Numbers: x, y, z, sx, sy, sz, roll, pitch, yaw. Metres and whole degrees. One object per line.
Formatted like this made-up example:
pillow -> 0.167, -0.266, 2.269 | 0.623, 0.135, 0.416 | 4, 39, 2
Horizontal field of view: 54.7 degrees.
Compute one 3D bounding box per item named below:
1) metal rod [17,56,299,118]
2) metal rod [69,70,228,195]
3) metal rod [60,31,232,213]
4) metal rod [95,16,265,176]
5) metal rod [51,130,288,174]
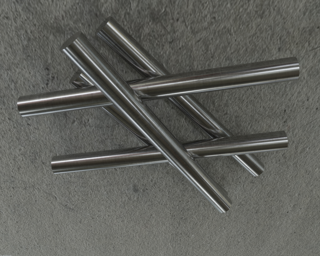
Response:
metal rod -> -0.007, -0.043, 0.339 | 0.302, 0.025, 0.025 | -7, 130, 5
metal rod -> 0.002, 0.026, 0.430 | 0.025, 0.025, 0.300 | -33, 123, 25
metal rod -> 0.005, 0.015, 0.357 | 0.025, 0.025, 0.300 | -28, 126, 21
metal rod -> 0.043, -0.022, 0.390 | 0.025, 0.025, 0.301 | -35, 122, 26
metal rod -> 0.009, 0.033, 0.404 | 0.302, 0.025, 0.025 | -7, 130, 5
